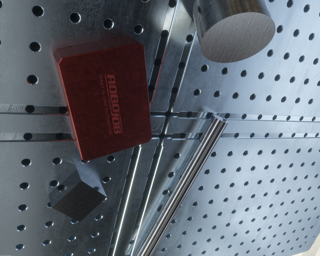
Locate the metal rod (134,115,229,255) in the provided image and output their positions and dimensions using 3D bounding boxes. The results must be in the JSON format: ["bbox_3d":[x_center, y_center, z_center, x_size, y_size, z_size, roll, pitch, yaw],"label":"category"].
[{"bbox_3d":[0.025,0.114,0.497,0.025,0.025,0.298,15,111,-35],"label":"metal rod"}]

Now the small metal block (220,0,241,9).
[{"bbox_3d":[0.093,-0.166,0.361,0.050,0.025,0.050,9,114,-33],"label":"small metal block"}]

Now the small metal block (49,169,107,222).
[{"bbox_3d":[-0.108,0.090,0.409,0.050,0.025,0.050,-43,130,1],"label":"small metal block"}]

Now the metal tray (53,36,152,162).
[{"bbox_3d":[-0.060,-0.031,0.357,0.091,0.030,0.129,-17,126,-19],"label":"metal tray"}]

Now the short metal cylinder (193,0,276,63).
[{"bbox_3d":[0.080,-0.117,0.344,0.081,0.050,0.080,-7,156,-3],"label":"short metal cylinder"}]
